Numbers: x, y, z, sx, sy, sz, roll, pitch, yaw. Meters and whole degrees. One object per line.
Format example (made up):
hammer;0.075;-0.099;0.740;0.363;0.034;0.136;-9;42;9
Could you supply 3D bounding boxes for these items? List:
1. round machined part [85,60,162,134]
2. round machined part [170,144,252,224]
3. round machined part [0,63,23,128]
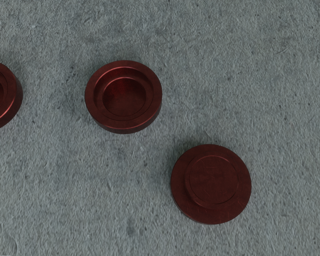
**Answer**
round machined part;-0.046;-0.037;0.412;0.099;0.042;0.098;0;70;0
round machined part;0.062;0.066;0.375;0.099;0.042;0.098;0;70;0
round machined part;-0.231;-0.038;0.411;0.099;0.042;0.098;0;70;0
